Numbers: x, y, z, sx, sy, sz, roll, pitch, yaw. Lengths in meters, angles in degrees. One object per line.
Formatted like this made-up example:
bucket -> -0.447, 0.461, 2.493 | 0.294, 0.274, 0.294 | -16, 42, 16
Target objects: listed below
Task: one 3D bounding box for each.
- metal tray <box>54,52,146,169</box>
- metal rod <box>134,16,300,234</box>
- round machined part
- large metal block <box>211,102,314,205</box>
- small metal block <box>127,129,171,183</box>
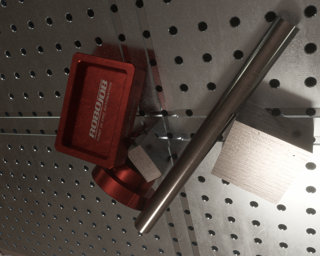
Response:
metal tray -> -0.077, -0.023, 0.394 | 0.090, 0.030, 0.129 | 16, 96, 20
metal rod -> 0.048, 0.016, 0.351 | 0.025, 0.025, 0.298 | 34, 115, 5
round machined part -> -0.044, 0.071, 0.442 | 0.098, 0.098, 0.042 | 34, 94, 5
large metal block -> 0.114, 0.027, 0.351 | 0.080, 0.050, 0.079 | 25, 127, 12
small metal block -> -0.014, 0.037, 0.421 | 0.025, 0.050, 0.050 | -30, 102, 25
